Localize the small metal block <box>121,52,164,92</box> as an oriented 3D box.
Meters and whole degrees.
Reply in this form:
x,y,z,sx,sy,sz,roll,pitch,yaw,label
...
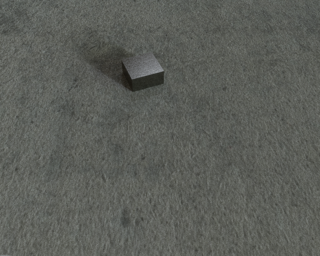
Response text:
x,y,z,sx,sy,sz,roll,pitch,yaw,label
-0.027,-0.087,0.476,0.050,0.025,0.050,-17,52,-15,small metal block
